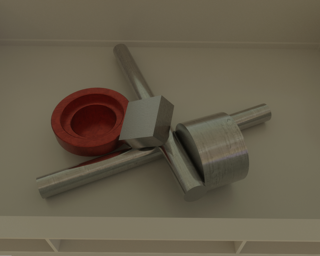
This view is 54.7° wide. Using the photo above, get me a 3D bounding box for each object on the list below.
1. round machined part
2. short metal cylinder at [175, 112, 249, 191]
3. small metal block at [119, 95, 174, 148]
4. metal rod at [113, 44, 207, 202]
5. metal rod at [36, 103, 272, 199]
[{"bbox_3d":[-0.083,-0.003,0.394,0.099,0.042,0.098,0,50,0],"label":"round machined part"},{"bbox_3d":[0.055,0.027,0.346,0.050,0.080,0.080,-15,52,-13],"label":"short metal cylinder"},{"bbox_3d":[-0.015,-0.006,0.355,0.050,0.025,0.050,-8,60,37],"label":"small metal block"},{"bbox_3d":[-0.015,-0.032,0.406,0.025,0.025,0.300,-15,45,-13],"label":"metal rod"},{"bbox_3d":[0.005,0.023,0.384,0.302,0.025,0.025,-18,53,-15],"label":"metal rod"}]
